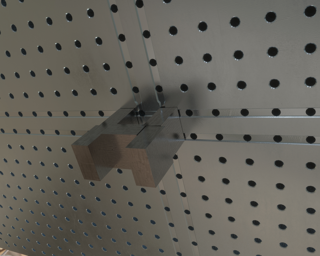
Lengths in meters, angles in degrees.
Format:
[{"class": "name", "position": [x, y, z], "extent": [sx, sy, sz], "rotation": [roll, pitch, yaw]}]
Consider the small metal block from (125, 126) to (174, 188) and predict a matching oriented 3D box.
[{"class": "small metal block", "position": [-0.010, 0.031, 0.352], "extent": [0.025, 0.050, 0.050], "rotation": [1, 118, 28]}]

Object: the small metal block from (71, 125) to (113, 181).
[{"class": "small metal block", "position": [-0.077, 0.030, 0.387], "extent": [0.025, 0.050, 0.050], "rotation": [1, 118, 28]}]

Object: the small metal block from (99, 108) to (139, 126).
[{"class": "small metal block", "position": [-0.052, 0.007, 0.424], "extent": [0.025, 0.050, 0.050], "rotation": [1, 119, 27]}]

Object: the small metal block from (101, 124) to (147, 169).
[{"class": "small metal block", "position": [-0.038, 0.023, 0.380], "extent": [0.050, 0.025, 0.050], "rotation": [1, 119, 27]}]

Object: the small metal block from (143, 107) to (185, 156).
[{"class": "small metal block", "position": [0.006, 0.007, 0.394], "extent": [0.025, 0.050, 0.050], "rotation": [-1, 118, 28]}]
